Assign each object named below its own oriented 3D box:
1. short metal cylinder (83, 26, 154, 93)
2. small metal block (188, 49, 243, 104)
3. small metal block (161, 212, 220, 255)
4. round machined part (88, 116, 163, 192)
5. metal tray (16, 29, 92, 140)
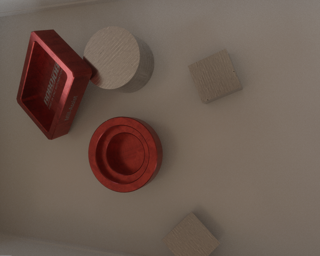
[{"bbox_3d":[-0.054,-0.089,0.415,0.080,0.050,0.079,0,90,19],"label":"short metal cylinder"},{"bbox_3d":[0.069,-0.063,0.386,0.050,0.025,0.050,-22,83,18],"label":"small metal block"},{"bbox_3d":[0.037,0.142,0.386,0.050,0.025,0.050,-40,76,-14],"label":"small metal block"},{"bbox_3d":[-0.042,0.034,0.415,0.098,0.042,0.097,0,90,19],"label":"round machined part"},{"bbox_3d":[-0.151,-0.057,0.430,0.090,0.030,0.129,46,129,15],"label":"metal tray"}]
